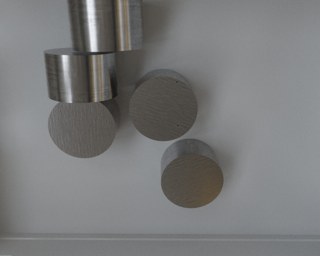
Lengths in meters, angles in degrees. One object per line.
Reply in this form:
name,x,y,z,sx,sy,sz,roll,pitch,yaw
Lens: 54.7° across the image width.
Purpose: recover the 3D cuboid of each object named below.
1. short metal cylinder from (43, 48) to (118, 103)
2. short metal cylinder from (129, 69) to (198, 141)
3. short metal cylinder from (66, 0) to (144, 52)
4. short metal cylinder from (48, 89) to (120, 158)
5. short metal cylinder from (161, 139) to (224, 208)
short metal cylinder,-0.089,-0.064,0.357,0.081,0.080,0.050,1,110,-1
short metal cylinder,0.004,-0.030,0.387,0.081,0.050,0.079,0,110,-1
short metal cylinder,-0.058,-0.114,0.339,0.081,0.080,0.050,-1,110,0
short metal cylinder,-0.093,-0.008,0.394,0.081,0.050,0.079,0,110,-1
short metal cylinder,0.041,0.061,0.421,0.081,0.050,0.079,0,110,-1
